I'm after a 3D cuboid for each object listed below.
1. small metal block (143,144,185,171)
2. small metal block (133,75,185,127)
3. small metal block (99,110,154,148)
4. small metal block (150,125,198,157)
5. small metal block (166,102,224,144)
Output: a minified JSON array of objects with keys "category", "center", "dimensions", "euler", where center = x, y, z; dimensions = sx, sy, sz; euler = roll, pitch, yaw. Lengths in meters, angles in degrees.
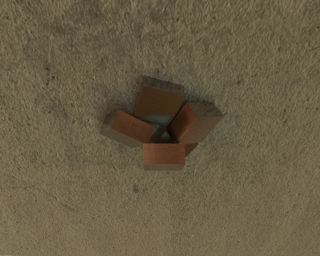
[{"category":"small metal block","center":[0.005,0.038,0.393],"dimensions":[0.050,0.025,0.050],"euler":[0,163,-1]},{"category":"small metal block","center":[-0.003,-0.032,0.382],"dimensions":[0.050,0.025,0.050],"euler":[13,129,-12]},{"category":"small metal block","center":[-0.044,0.003,0.395],"dimensions":[0.050,0.025,0.050],"euler":[26,161,-22]},{"category":"small metal block","center":[0.016,0.020,0.427],"dimensions":[0.050,0.025,0.050],"euler":[26,125,-21]},{"category":"small metal block","center":[0.044,-0.006,0.390],"dimensions":[0.050,0.025,0.050],"euler":[-5,141,-43]}]
